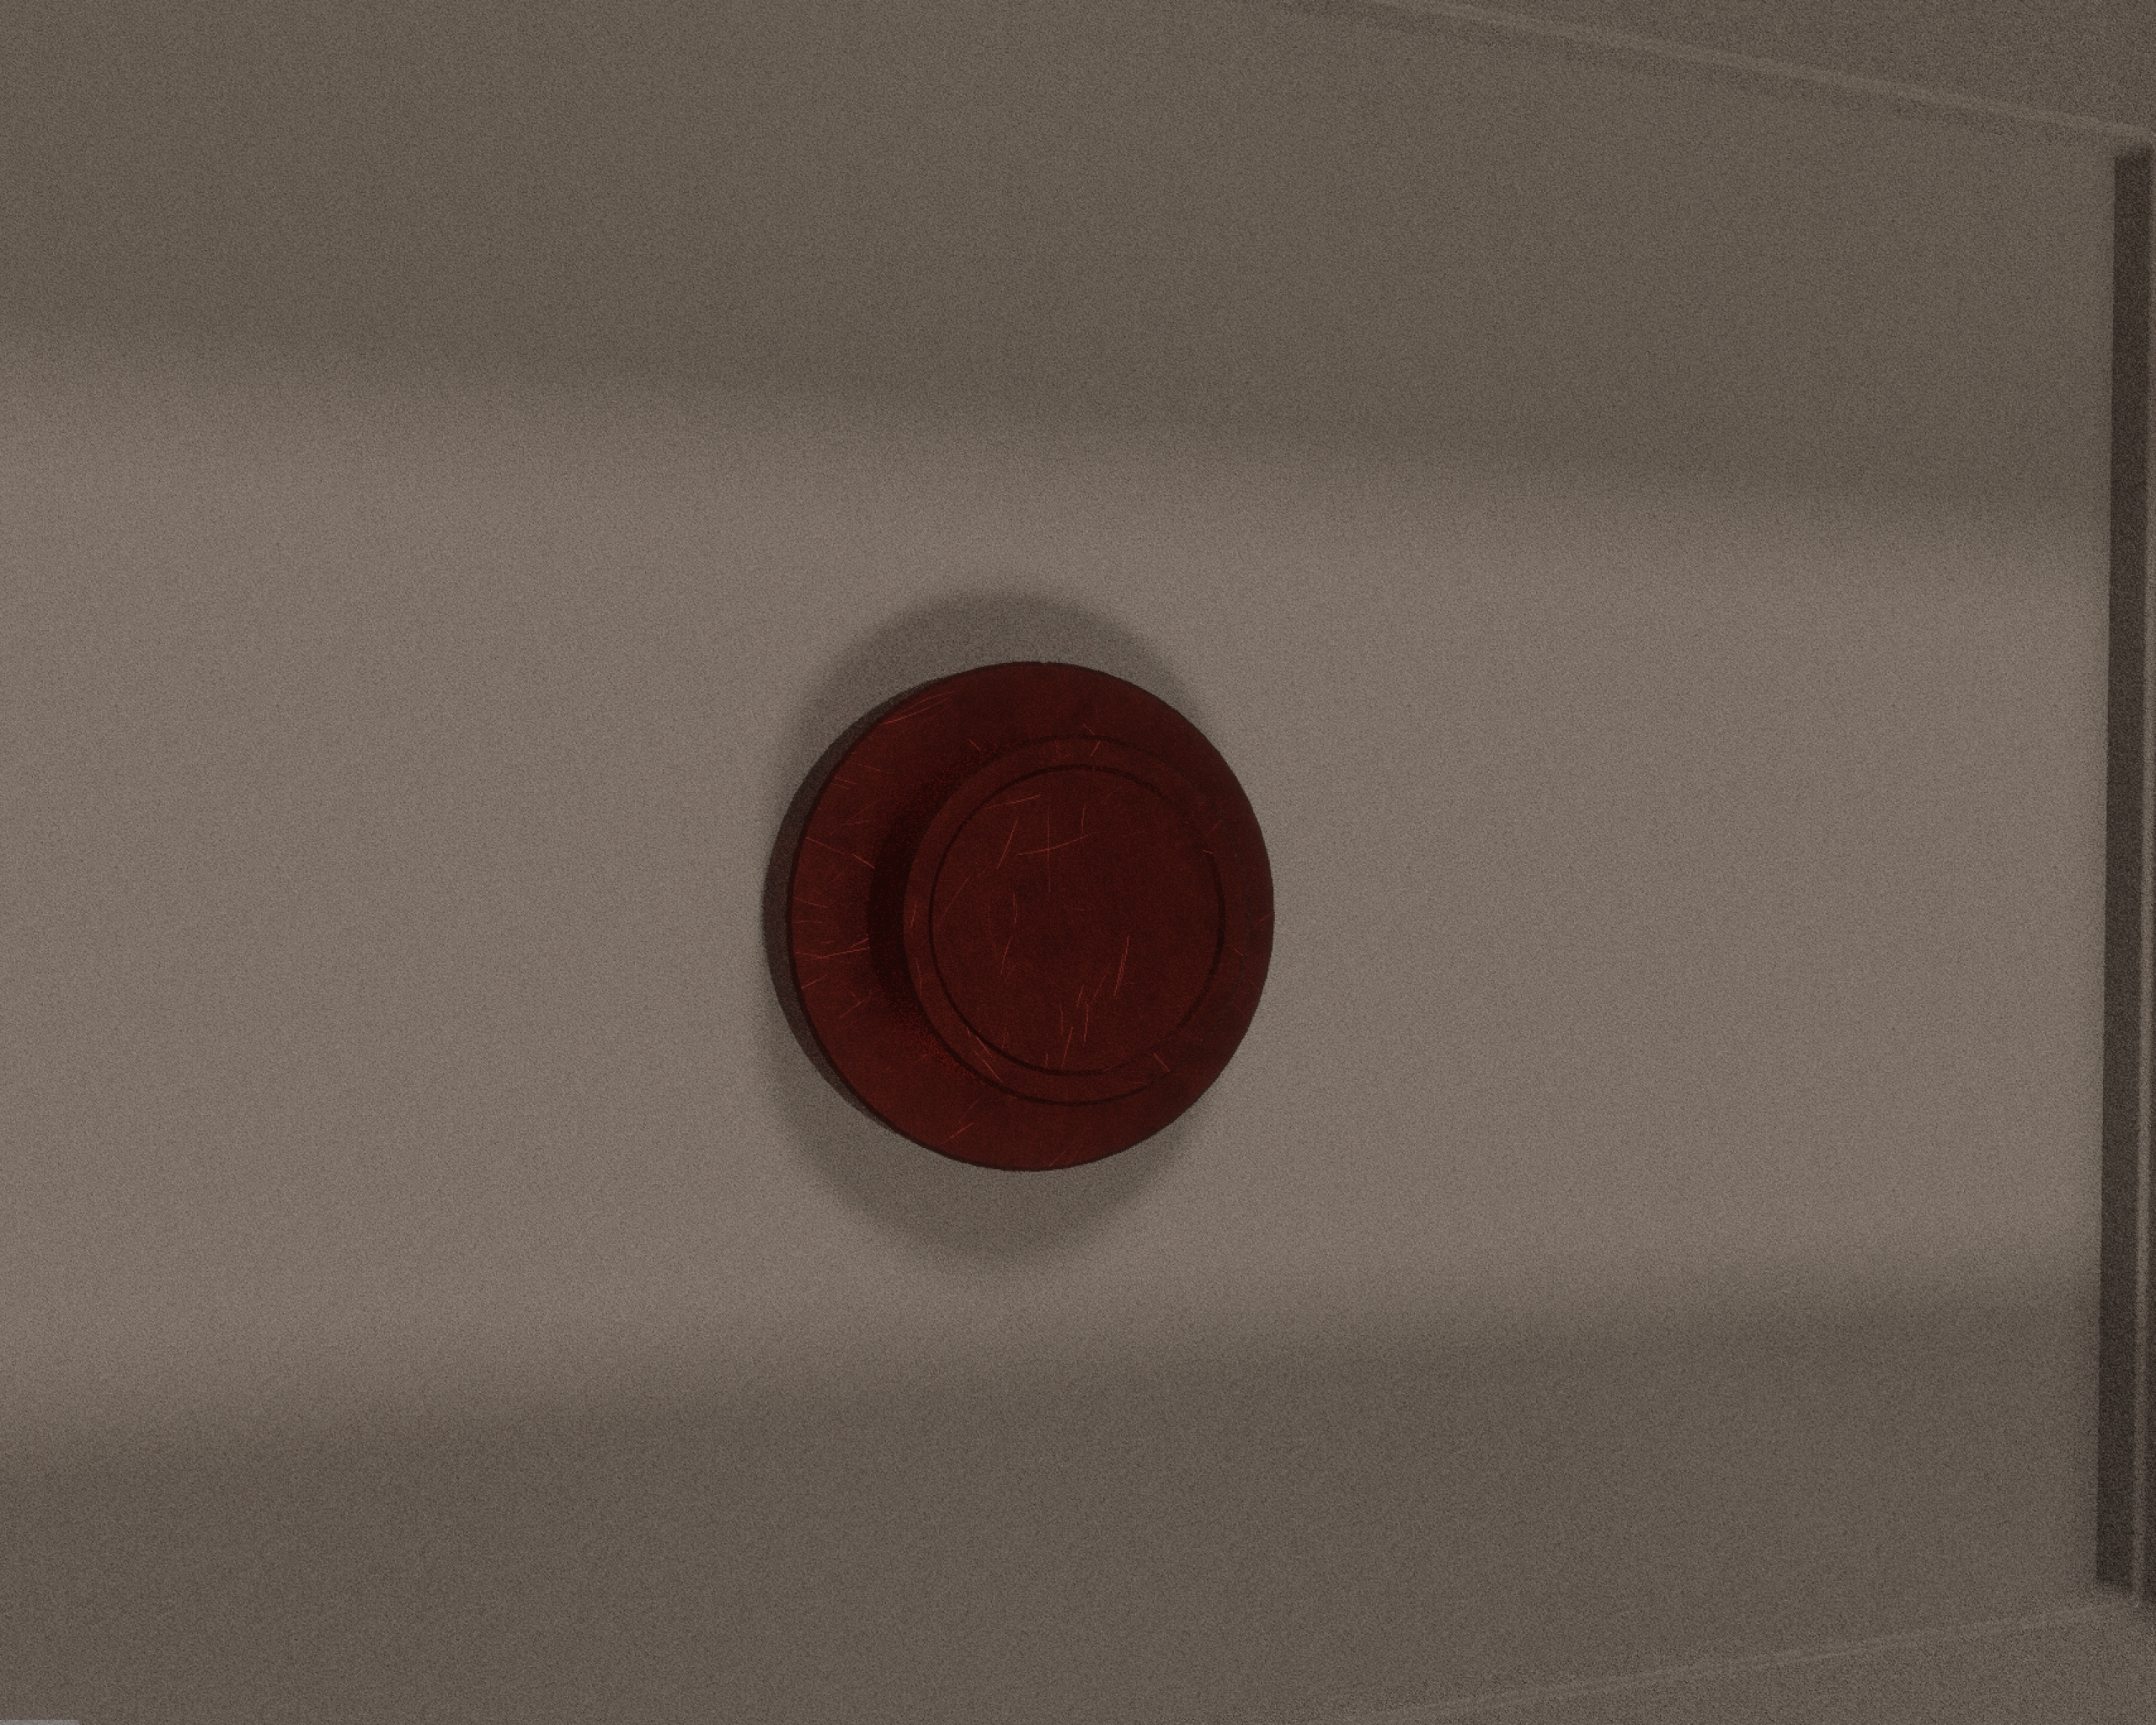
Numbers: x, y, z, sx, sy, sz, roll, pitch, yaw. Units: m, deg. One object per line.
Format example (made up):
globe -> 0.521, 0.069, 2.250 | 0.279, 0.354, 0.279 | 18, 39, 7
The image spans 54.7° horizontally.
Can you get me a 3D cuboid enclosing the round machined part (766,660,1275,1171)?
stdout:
round machined part -> -0.007, 0.010, 0.396 | 0.099, 0.042, 0.097 | 0, 90, -21
